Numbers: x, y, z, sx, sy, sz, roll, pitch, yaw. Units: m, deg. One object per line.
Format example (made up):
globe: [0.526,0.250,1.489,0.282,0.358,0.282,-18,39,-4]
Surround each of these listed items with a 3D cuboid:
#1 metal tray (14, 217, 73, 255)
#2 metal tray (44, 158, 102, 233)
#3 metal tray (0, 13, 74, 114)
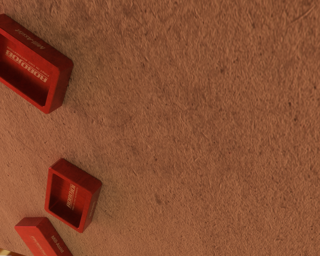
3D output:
metal tray: [-0.262,0.263,0.705,0.090,0.030,0.129,-12,113,33]
metal tray: [-0.162,0.126,0.567,0.090,0.030,0.129,29,128,9]
metal tray: [-0.195,-0.091,0.449,0.130,0.030,0.089,35,129,5]
